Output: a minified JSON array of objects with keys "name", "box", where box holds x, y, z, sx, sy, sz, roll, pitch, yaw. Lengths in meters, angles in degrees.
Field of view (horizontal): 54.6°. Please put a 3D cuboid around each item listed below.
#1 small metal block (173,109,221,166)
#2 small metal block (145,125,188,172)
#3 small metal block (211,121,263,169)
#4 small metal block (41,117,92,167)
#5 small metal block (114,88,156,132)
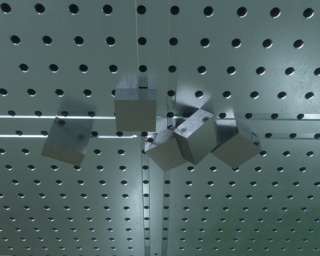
[{"name":"small metal block","box":[0.049,0.012,0.404,0.050,0.025,0.050,-39,132,-21]},{"name":"small metal block","box":[0.014,0.030,0.437,0.050,0.025,0.050,-26,126,20]},{"name":"small metal block","box":[0.105,0.025,0.433,0.050,0.025,0.050,33,123,-25]},{"name":"small metal block","box":[-0.122,0.018,0.409,0.050,0.050,0.025,20,127,-16]},{"name":"small metal block","box":[-0.030,-0.022,0.392,0.050,0.025,0.050,1,130,-1]}]
